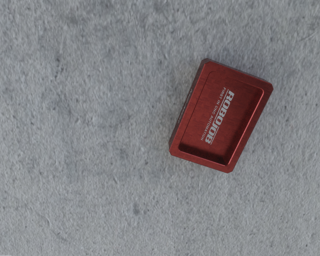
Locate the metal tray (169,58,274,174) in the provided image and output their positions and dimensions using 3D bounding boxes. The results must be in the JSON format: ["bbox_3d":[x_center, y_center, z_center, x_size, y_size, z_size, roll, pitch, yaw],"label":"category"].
[{"bbox_3d":[0.075,-0.014,0.402,0.090,0.030,0.129,19,109,-7],"label":"metal tray"}]
